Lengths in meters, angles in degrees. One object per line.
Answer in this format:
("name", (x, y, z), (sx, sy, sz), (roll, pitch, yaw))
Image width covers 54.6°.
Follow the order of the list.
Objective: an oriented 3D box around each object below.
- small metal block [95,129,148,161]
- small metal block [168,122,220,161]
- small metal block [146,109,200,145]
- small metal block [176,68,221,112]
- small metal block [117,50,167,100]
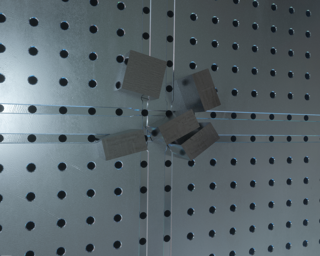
("small metal block", (-0.049, 0.019, 0.381), (0.050, 0.050, 0.025), (-14, 95, -19))
("small metal block", (0.043, 0.017, 0.415), (0.050, 0.050, 0.025), (-36, 102, -16))
("small metal block", (0.016, -0.002, 0.405), (0.050, 0.050, 0.025), (-28, 100, -18))
("small metal block", (0.051, -0.049, 0.418), (0.025, 0.050, 0.050), (-23, 98, -18))
("small metal block", (-0.023, -0.068, 0.404), (0.050, 0.025, 0.050), (14, 85, -20))
